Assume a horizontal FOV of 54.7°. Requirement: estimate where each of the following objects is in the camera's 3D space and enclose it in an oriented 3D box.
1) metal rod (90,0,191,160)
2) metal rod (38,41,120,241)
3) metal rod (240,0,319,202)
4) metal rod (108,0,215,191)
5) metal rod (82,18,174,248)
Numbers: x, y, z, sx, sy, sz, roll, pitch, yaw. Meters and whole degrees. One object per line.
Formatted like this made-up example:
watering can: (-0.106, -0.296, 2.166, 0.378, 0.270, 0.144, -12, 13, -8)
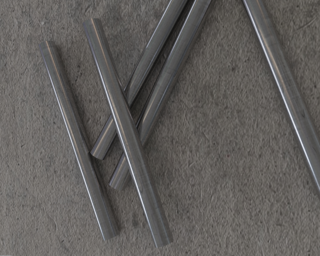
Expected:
metal rod: (-0.016, -0.090, 0.414, 0.025, 0.025, 0.299, 32, 100, 17)
metal rod: (-0.120, 0.013, 0.451, 0.025, 0.025, 0.299, -23, 83, 18)
metal rod: (0.141, -0.062, 0.359, 0.025, 0.025, 0.299, -21, 83, 19)
metal rod: (0.004, -0.053, 0.407, 0.025, 0.025, 0.298, 28, 99, 17)
metal rod: (-0.043, 0.001, 0.396, 0.025, 0.025, 0.299, -21, 83, 19)
